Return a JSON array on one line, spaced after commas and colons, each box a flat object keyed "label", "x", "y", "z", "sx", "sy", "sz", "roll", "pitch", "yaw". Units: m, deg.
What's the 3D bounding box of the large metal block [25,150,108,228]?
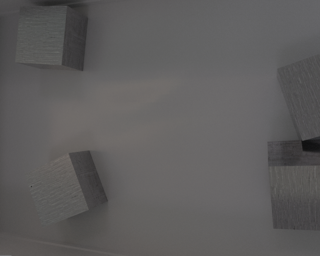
[{"label": "large metal block", "x": -0.134, "y": 0.086, "z": 0.444, "sx": 0.080, "sy": 0.050, "sz": 0.080, "roll": -24, "pitch": 82, "yaw": 18}]

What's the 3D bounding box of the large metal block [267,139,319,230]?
[{"label": "large metal block", "x": 0.158, "y": 0.059, "z": 0.325, "sx": 0.080, "sy": 0.050, "sz": 0.080, "roll": -4, "pitch": 115, "yaw": 20}]

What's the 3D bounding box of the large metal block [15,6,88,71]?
[{"label": "large metal block", "x": -0.158, "y": -0.129, "z": 0.453, "sx": 0.080, "sy": 0.050, "sz": 0.079, "roll": 7, "pitch": 92, "yaw": 20}]

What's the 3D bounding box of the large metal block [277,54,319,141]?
[{"label": "large metal block", "x": 0.180, "y": -0.037, "z": 0.334, "sx": 0.080, "sy": 0.050, "sz": 0.080, "roll": -19, "pitch": 84, "yaw": 19}]
